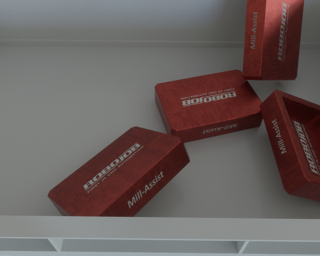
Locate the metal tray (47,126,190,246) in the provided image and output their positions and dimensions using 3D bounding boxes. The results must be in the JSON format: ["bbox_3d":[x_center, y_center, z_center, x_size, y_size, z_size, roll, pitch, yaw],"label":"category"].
[{"bbox_3d":[-0.043,0.052,0.332,0.131,0.030,0.090,-40,32,-28],"label":"metal tray"}]

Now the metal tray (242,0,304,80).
[{"bbox_3d":[0.161,-0.133,0.436,0.091,0.129,0.030,-7,13,-36],"label":"metal tray"}]

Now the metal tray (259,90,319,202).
[{"bbox_3d":[0.175,0.021,0.363,0.091,0.030,0.130,16,47,-19],"label":"metal tray"}]

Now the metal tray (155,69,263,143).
[{"bbox_3d":[0.066,-0.032,0.429,0.131,0.030,0.090,-12,51,-10],"label":"metal tray"}]
